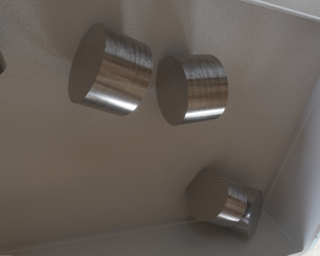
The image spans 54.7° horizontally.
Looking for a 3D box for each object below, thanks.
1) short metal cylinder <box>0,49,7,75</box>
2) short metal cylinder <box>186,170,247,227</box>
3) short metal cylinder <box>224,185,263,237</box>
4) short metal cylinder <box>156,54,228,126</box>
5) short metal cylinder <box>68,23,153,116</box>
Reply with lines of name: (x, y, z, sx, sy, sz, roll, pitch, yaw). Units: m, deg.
short metal cylinder: (-0.172, -0.061, 0.241, 0.081, 0.080, 0.050, -20, 126, -16)
short metal cylinder: (0.089, 0.112, 0.490, 0.050, 0.080, 0.080, 28, 103, -37)
short metal cylinder: (0.140, 0.139, 0.531, 0.081, 0.050, 0.079, -24, 119, -53)
short metal cylinder: (0.035, -0.045, 0.364, 0.050, 0.080, 0.079, -9, 122, -24)
short metal cylinder: (-0.051, -0.056, 0.310, 0.050, 0.080, 0.080, 16, 110, -35)
